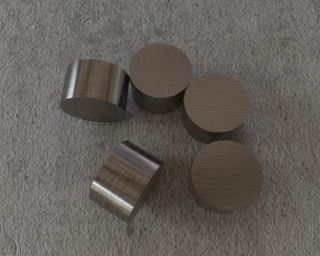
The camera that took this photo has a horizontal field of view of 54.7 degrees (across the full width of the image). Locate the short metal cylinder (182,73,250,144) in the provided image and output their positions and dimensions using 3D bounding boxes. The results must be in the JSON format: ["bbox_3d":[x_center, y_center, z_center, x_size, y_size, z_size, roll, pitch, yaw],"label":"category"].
[{"bbox_3d":[0.070,-0.024,0.404,0.081,0.050,0.080,0,70,0],"label":"short metal cylinder"}]

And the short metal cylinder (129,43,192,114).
[{"bbox_3d":[0.000,-0.066,0.417,0.081,0.050,0.080,1,69,-2],"label":"short metal cylinder"}]

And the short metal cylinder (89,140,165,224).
[{"bbox_3d":[-0.036,0.061,0.356,0.050,0.080,0.080,30,73,10],"label":"short metal cylinder"}]

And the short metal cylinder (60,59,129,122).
[{"bbox_3d":[-0.081,-0.045,0.395,0.080,0.080,0.050,4,70,1],"label":"short metal cylinder"}]

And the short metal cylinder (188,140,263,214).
[{"bbox_3d":[0.076,0.060,0.373,0.081,0.050,0.080,0,70,0],"label":"short metal cylinder"}]
